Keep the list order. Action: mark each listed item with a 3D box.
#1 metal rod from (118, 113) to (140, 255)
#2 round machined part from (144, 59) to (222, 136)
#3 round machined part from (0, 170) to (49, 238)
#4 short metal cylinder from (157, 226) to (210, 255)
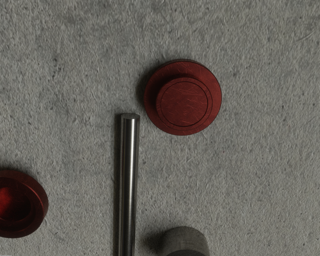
[{"bbox_3d":[-0.047,0.124,0.454,0.025,0.025,0.298,3,110,-2],"label":"metal rod"},{"bbox_3d":[0.029,-0.035,0.388,0.099,0.042,0.097,0,110,-1],"label":"round machined part"},{"bbox_3d":[-0.206,0.102,0.435,0.099,0.042,0.097,0,110,-1],"label":"round machined part"},{"bbox_3d":[0.036,0.199,0.470,0.081,0.050,0.079,0,110,-1],"label":"short metal cylinder"}]
